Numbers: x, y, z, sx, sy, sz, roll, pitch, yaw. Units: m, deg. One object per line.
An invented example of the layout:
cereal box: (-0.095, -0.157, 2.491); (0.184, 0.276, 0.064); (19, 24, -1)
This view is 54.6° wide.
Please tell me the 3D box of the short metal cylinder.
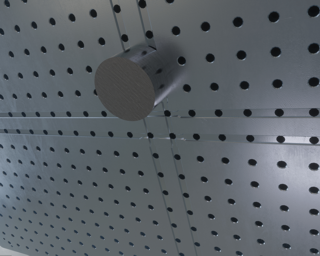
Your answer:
short metal cylinder: (-0.031, -0.055, 0.378); (0.080, 0.050, 0.080); (13, 124, 21)
